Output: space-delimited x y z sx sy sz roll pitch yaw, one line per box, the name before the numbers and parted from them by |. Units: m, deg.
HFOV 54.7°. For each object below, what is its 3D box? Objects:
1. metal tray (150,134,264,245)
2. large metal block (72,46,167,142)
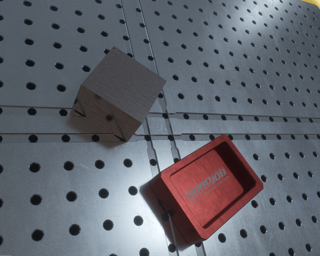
metal tray | 0.063 0.072 0.394 0.131 0.030 0.090 -26 76 -37
large metal block | -0.050 -0.043 0.392 0.080 0.050 0.080 33 51 -7
